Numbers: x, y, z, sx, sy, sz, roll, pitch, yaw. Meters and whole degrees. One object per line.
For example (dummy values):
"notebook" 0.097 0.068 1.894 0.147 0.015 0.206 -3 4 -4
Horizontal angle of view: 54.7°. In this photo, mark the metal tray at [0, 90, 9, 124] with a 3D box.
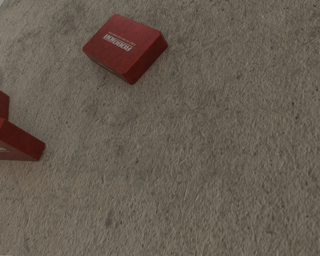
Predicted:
"metal tray" -0.352 -0.010 0.591 0.130 0.030 0.090 -27 52 11

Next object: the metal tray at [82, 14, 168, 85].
"metal tray" -0.061 -0.135 0.516 0.090 0.030 0.130 -49 52 -7

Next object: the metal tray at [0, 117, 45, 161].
"metal tray" -0.260 0.020 0.486 0.130 0.090 0.030 -1 62 27
